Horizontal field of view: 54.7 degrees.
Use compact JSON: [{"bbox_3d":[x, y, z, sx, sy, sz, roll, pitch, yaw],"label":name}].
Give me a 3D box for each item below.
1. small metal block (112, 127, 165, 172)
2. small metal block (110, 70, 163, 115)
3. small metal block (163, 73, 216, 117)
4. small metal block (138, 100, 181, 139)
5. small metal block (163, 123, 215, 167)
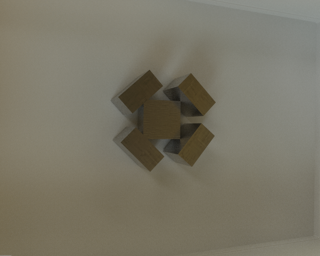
[{"bbox_3d":[-0.028,0.025,0.385,0.025,0.050,0.050,-46,104,-13],"label":"small metal block"},{"bbox_3d":[-0.030,-0.043,0.384,0.050,0.050,0.025,-43,103,-14],"label":"small metal block"},{"bbox_3d":[0.037,-0.042,0.408,0.025,0.050,0.050,-47,106,-15],"label":"small metal block"},{"bbox_3d":[-0.001,-0.011,0.408,0.050,0.025,0.050,1,90,-20],"label":"small metal block"},{"bbox_3d":[0.037,0.021,0.408,0.025,0.050,0.050,42,76,-16],"label":"small metal block"}]
